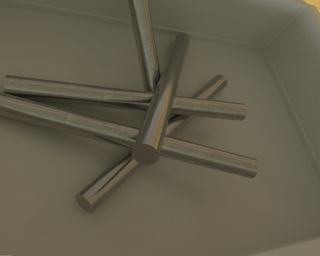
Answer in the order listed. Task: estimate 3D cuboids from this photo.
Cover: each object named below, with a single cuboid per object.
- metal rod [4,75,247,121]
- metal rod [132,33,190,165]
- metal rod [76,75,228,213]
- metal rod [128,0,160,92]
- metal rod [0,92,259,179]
[{"bbox_3d":[-0.028,-0.034,0.390,0.302,0.025,0.025,5,59,-18],"label":"metal rod"},{"bbox_3d":[0.012,-0.062,0.399,0.025,0.025,0.301,30,35,-10],"label":"metal rod"},{"bbox_3d":[0.011,0.001,0.412,0.025,0.025,0.302,46,51,3],"label":"metal rod"},{"bbox_3d":[-0.029,-0.170,0.384,0.025,0.025,0.298,-23,111,-36],"label":"metal rod"},{"bbox_3d":[-0.030,0.011,0.353,0.302,0.025,0.025,15,55,-9],"label":"metal rod"}]
